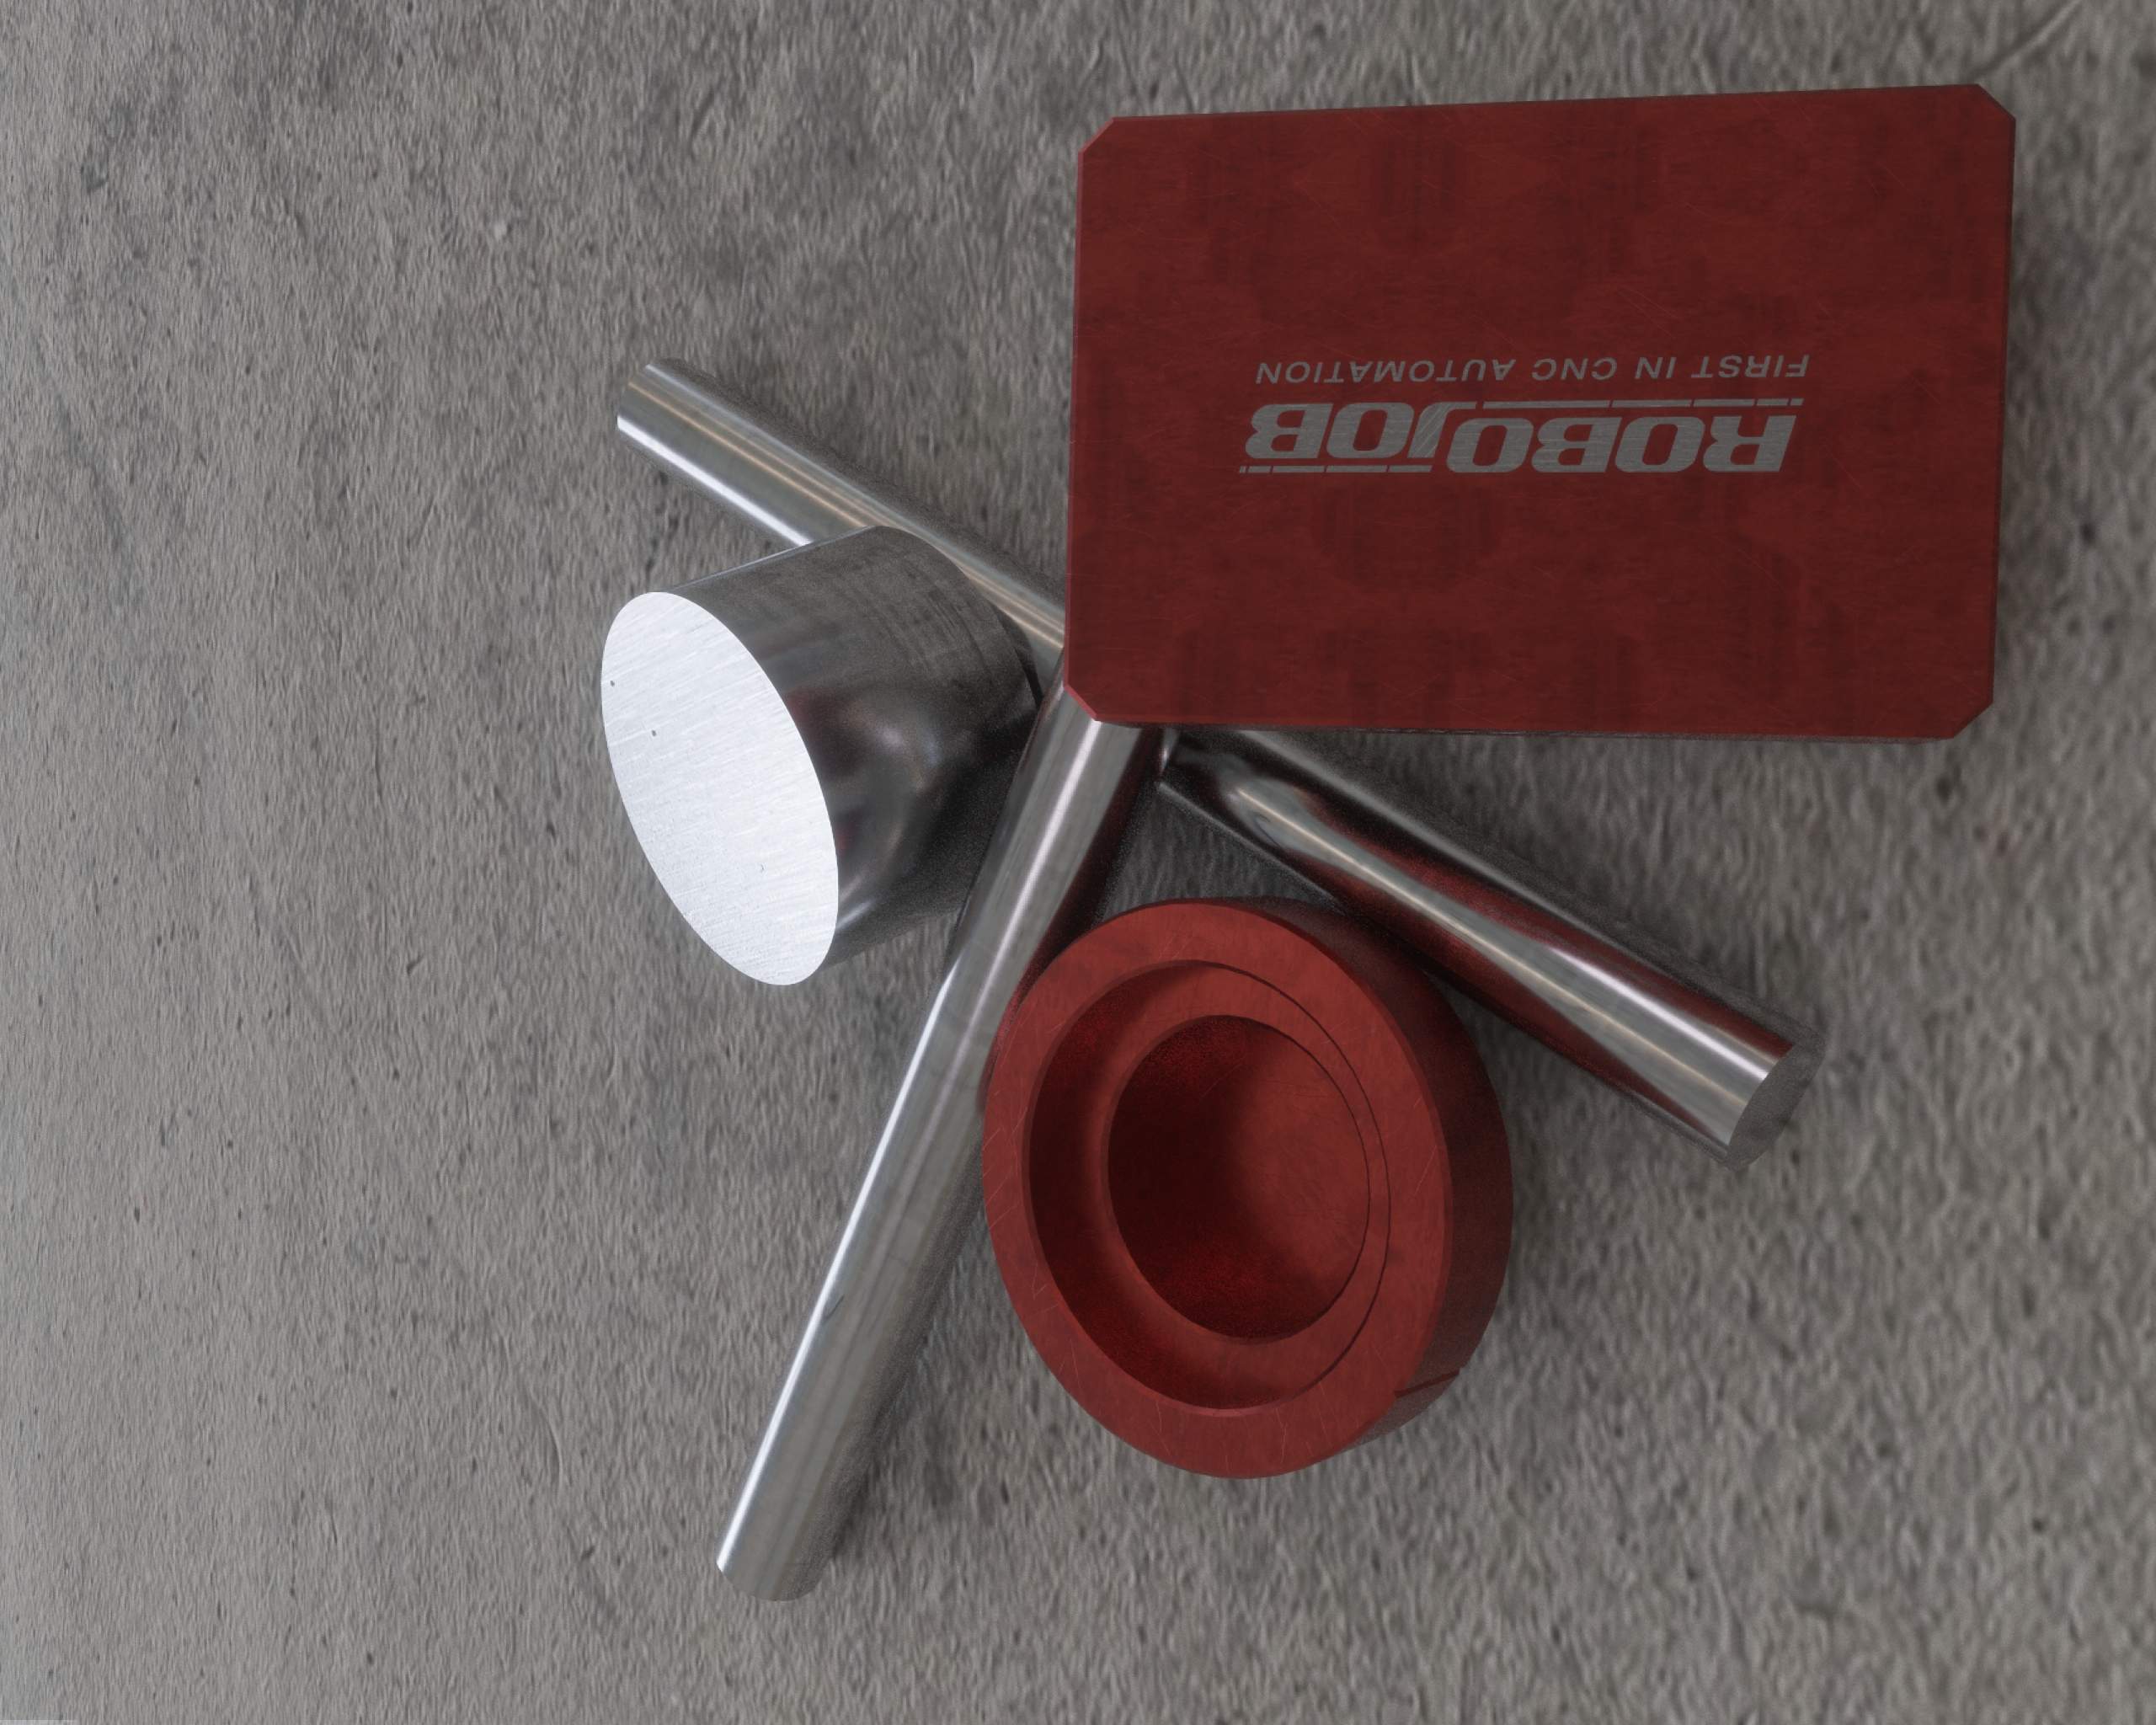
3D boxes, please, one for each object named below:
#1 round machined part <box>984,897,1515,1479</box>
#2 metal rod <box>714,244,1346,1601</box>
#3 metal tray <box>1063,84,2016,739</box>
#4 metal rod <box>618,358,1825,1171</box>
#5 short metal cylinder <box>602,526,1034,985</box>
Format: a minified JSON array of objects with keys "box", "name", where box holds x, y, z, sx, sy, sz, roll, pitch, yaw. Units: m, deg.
[{"box":[0.033,0.055,0.368,0.098,0.042,0.097,0,90,40],"name":"round machined part"},{"box":[-0.017,0.030,0.398,0.025,0.025,0.298,40,121,32],"name":"metal rod"},{"box":[0.066,-0.064,0.312,0.131,0.030,0.089,2,92,12],"name":"metal tray"},{"box":[0.005,-0.035,0.403,0.300,0.025,0.025,35,112,34],"name":"metal rod"},{"box":[-0.051,-0.022,0.415,0.080,0.050,0.079,29,132,40],"name":"short metal cylinder"}]
